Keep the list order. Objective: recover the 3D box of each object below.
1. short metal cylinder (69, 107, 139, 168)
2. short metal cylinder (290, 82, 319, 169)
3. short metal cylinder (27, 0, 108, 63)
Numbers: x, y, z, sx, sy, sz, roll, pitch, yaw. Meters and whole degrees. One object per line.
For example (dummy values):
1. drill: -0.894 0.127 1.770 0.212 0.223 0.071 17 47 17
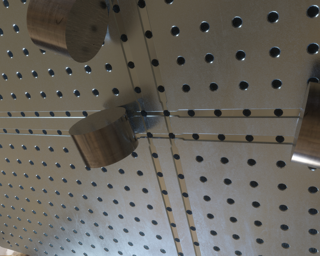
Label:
1. short metal cylinder: -0.076 0.011 0.423 0.080 0.080 0.050 -6 115 31
2. short metal cylinder: 0.159 0.000 0.292 0.050 0.080 0.079 13 124 21
3. short metal cylinder: -0.103 -0.121 0.355 0.050 0.080 0.079 21 126 16
